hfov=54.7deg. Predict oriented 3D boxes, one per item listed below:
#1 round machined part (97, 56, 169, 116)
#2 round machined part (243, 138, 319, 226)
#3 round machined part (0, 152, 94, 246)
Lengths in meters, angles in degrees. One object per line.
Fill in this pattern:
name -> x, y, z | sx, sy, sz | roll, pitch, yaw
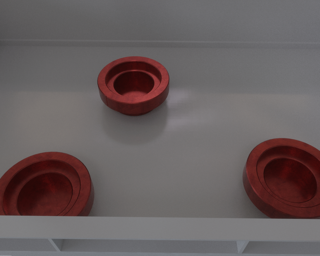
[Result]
round machined part -> -0.036, -0.055, 0.440 | 0.099, 0.042, 0.098 | 0, 50, 0
round machined part -> 0.141, 0.062, 0.343 | 0.099, 0.042, 0.098 | 0, 50, 0
round machined part -> -0.119, 0.077, 0.329 | 0.099, 0.042, 0.098 | 0, 50, 0
